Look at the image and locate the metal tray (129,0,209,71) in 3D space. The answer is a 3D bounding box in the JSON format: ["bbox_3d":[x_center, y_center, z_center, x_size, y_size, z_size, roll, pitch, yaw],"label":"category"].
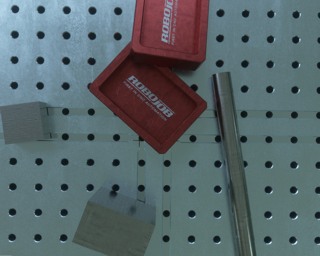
[{"bbox_3d":[0.014,-0.144,0.392,0.091,0.030,0.129,7,79,-9],"label":"metal tray"}]

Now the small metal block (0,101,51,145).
[{"bbox_3d":[-0.178,-0.007,0.411,0.050,0.025,0.050,-8,90,-1],"label":"small metal block"}]

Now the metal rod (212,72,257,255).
[{"bbox_3d":[0.103,0.075,0.414,0.025,0.025,0.298,-8,90,0],"label":"metal rod"}]

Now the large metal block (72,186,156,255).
[{"bbox_3d":[-0.052,0.118,0.385,0.080,0.080,0.050,21,90,-1],"label":"large metal block"}]

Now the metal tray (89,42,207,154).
[{"bbox_3d":[-0.015,-0.040,0.410,0.130,0.030,0.090,42,90,-1],"label":"metal tray"}]
